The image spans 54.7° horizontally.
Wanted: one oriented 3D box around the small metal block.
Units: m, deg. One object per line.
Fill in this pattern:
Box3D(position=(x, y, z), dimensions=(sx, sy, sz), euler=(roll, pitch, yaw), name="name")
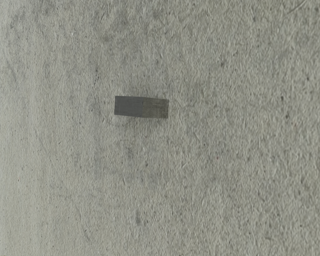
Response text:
Box3D(position=(-0.024, -0.027, 0.407), dimensions=(0.050, 0.050, 0.025), euler=(7, 95, 39), name="small metal block")
